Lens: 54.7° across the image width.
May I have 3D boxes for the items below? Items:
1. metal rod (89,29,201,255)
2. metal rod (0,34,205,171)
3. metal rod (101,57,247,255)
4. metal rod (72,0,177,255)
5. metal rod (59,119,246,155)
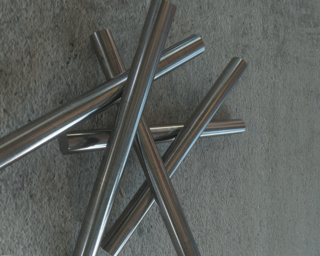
[{"bbox_3d":[-0.012,0.033,0.352,0.025,0.025,0.299,-23,92,-38],"label":"metal rod"},{"bbox_3d":[-0.072,-0.022,0.307,0.302,0.025,0.025,-34,112,-23],"label":"metal rod"},{"bbox_3d":[0.026,0.025,0.396,0.025,0.025,0.300,46,72,-31],"label":"metal rod"},{"bbox_3d":[-0.042,0.022,0.313,0.025,0.025,0.298,12,100,-40],"label":"metal rod"},{"bbox_3d":[0.016,0.006,0.417,0.302,0.025,0.025,-5,93,-40],"label":"metal rod"}]
